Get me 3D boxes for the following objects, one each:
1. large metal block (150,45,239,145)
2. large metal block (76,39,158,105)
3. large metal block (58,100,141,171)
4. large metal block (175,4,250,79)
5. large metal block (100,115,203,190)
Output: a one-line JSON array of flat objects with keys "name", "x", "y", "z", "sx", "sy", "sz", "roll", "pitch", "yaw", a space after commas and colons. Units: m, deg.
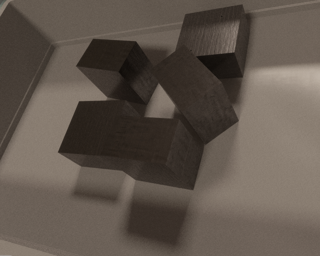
[{"name": "large metal block", "x": 0.042, "y": -0.039, "z": 0.371, "sx": 0.050, "sy": 0.080, "sz": 0.080, "roll": -37, "pitch": 51, "yaw": 4}, {"name": "large metal block", "x": -0.058, "y": -0.081, "z": 0.449, "sx": 0.080, "sy": 0.080, "sz": 0.050, "roll": 14, "pitch": 69, "yaw": 33}, {"name": "large metal block", "x": -0.079, "y": 0.010, "z": 0.423, "sx": 0.080, "sy": 0.050, "sz": 0.080, "roll": 1, "pitch": 62, "yaw": 28}, {"name": "large metal block", "x": 0.072, "y": -0.113, "z": 0.420, "sx": 0.080, "sy": 0.050, "sz": 0.080, "roll": 1, "pitch": 62, "yaw": 28}, {"name": "large metal block", "x": -0.006, "y": 0.029, "z": 0.355, "sx": 0.080, "sy": 0.080, "sz": 0.050, "roll": 4, "pitch": 64, "yaw": 30}]
